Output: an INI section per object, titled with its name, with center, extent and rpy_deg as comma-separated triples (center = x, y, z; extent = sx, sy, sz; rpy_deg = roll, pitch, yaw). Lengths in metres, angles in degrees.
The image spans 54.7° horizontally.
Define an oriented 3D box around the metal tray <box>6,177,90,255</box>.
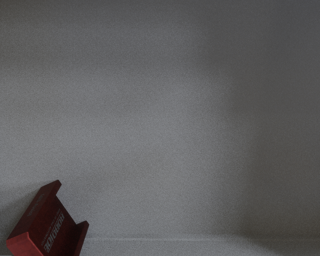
[metal tray]
center = -0.142, 0.137, 0.419
extent = 0.030, 0.130, 0.090
rpy_deg = -24, 110, 9
